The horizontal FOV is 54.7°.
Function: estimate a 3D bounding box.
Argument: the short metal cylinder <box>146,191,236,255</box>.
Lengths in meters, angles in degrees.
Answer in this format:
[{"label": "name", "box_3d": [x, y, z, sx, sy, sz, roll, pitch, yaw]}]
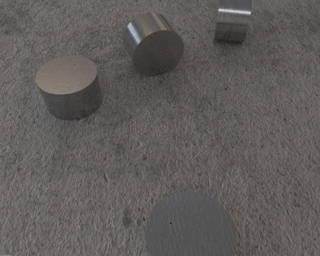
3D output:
[{"label": "short metal cylinder", "box_3d": [0.027, 0.108, 0.296, 0.080, 0.050, 0.080, 0, 50, 0]}]

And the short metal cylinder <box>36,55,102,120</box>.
[{"label": "short metal cylinder", "box_3d": [-0.125, -0.057, 0.434, 0.080, 0.050, 0.080, 0, 50, 0]}]

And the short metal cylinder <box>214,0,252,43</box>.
[{"label": "short metal cylinder", "box_3d": [0.123, -0.189, 0.527, 0.050, 0.080, 0.080, 8, 51, 7]}]

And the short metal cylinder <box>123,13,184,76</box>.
[{"label": "short metal cylinder", "box_3d": [-0.010, -0.127, 0.474, 0.081, 0.080, 0.050, -17, 52, -14]}]
